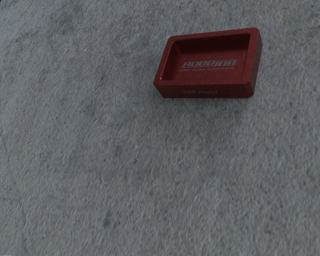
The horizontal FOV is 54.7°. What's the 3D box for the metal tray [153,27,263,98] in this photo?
[{"bbox_3d":[0.064,-0.086,0.418,0.130,0.030,0.090,3,63,29],"label":"metal tray"}]
